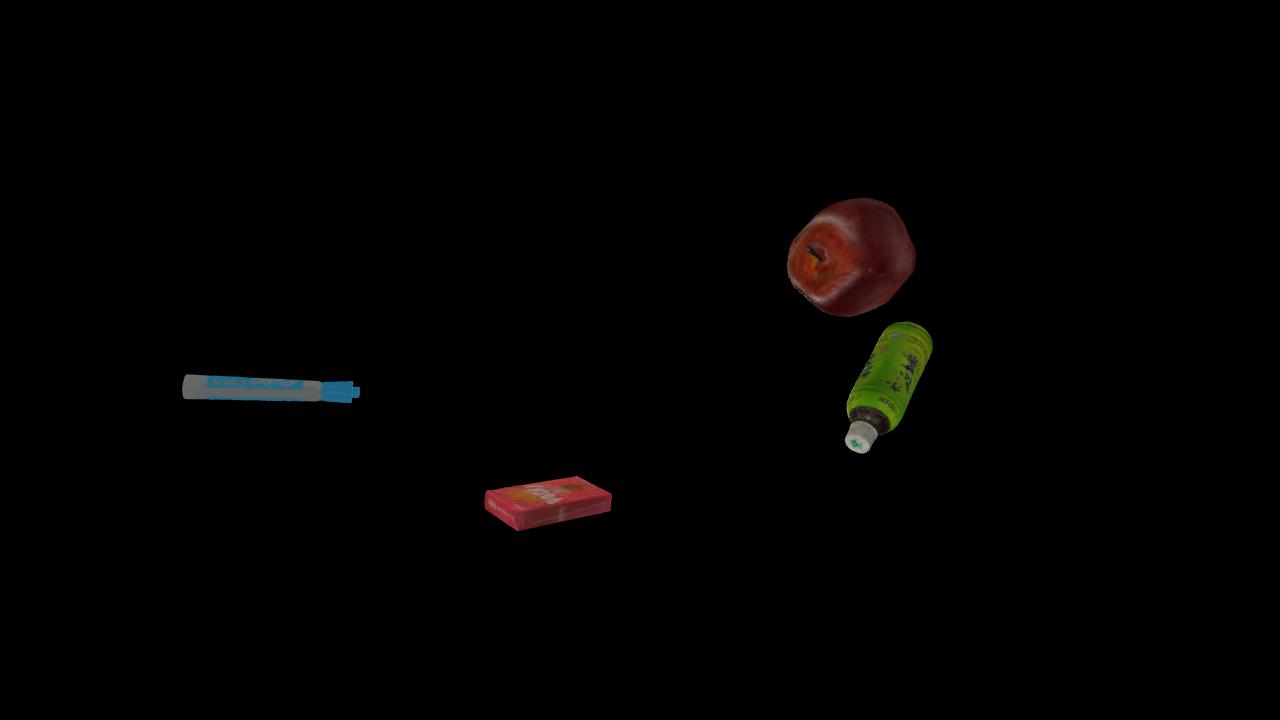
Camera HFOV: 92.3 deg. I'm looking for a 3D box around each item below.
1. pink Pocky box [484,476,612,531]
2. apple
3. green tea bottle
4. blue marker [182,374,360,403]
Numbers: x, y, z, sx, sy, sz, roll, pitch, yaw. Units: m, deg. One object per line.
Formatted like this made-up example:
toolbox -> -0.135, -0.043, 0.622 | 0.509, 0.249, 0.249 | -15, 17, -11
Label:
pink Pocky box -> -0.122, 0.191, 0.833 | 0.155, 0.029, 0.084 | 0, 10, -43
apple -> 0.145, -0.070, 0.418 | 0.093, 0.079, 0.079 | -4, 2, -37
green tea bottle -> 0.316, 0.037, 0.792 | 0.073, 0.073, 0.212 | 0, 39, 42
blue marker -> -0.290, 0.024, 0.491 | 0.121, 0.020, 0.020 | 4, -2, -24
